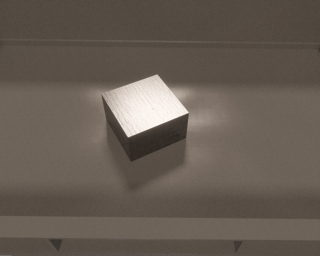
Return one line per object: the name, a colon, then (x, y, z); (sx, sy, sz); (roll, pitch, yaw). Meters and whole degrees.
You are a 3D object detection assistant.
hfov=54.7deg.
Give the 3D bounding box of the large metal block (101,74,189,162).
large metal block: (-0.020, -0.015, 0.401); (0.081, 0.050, 0.080); (-22, 54, -18)
